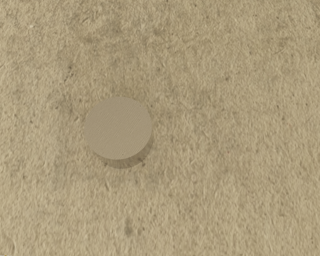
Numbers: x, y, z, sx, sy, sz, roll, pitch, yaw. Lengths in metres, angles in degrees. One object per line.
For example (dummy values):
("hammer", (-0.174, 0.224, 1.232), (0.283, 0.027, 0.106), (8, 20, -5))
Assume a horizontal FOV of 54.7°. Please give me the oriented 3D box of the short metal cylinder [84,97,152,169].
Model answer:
("short metal cylinder", (-0.050, 0.007, 0.392), (0.081, 0.050, 0.080), (0, 70, 0))
